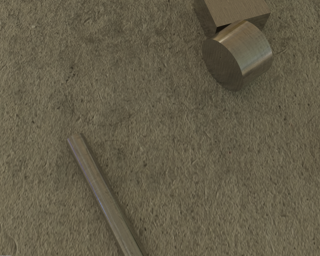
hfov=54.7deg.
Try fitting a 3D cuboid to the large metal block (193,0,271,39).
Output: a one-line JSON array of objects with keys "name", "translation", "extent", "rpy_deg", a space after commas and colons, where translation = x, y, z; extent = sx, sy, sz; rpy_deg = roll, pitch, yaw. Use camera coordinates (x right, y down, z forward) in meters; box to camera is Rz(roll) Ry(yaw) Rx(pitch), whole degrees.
[{"name": "large metal block", "translation": [0.103, -0.175, 0.460], "extent": [0.080, 0.050, 0.080], "rpy_deg": [-17, 71, -6]}]

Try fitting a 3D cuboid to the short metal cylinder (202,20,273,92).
[{"name": "short metal cylinder", "translation": [0.101, -0.096, 0.415], "extent": [0.050, 0.080, 0.080], "rpy_deg": [-35, 74, -12]}]

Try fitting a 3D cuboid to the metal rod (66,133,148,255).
[{"name": "metal rod", "translation": [-0.035, 0.135, 0.358], "extent": [0.025, 0.025, 0.299], "rpy_deg": [-29, 73, -10]}]
